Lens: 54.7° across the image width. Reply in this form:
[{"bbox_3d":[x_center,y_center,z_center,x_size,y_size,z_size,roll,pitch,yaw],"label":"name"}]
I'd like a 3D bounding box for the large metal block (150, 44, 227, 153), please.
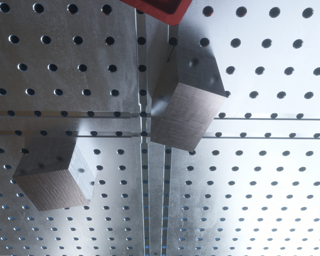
[{"bbox_3d":[0.027,-0.033,0.347,0.050,0.080,0.079,16,128,-13],"label":"large metal block"}]

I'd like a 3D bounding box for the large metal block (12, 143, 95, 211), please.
[{"bbox_3d":[-0.152,0.074,0.457,0.080,0.050,0.080,-9,130,8],"label":"large metal block"}]

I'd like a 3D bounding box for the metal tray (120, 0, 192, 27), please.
[{"bbox_3d":[-0.022,-0.160,0.271,0.131,0.030,0.089,21,127,-17],"label":"metal tray"}]
